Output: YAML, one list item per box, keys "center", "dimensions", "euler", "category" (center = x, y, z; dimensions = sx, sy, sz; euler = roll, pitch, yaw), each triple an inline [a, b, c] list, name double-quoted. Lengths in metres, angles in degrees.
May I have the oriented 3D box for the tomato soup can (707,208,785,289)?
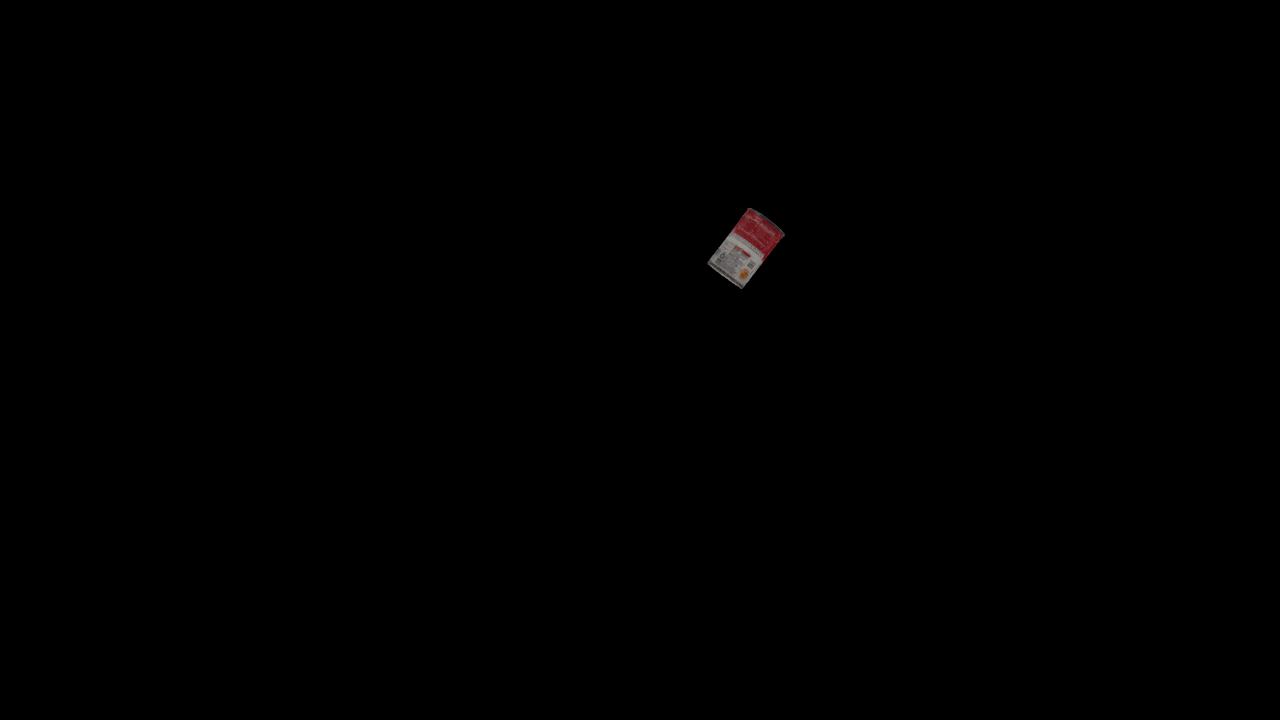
- center: [0.156, -0.164, 0.910]
  dimensions: [0.068, 0.101, 0.068]
  euler: [36, 8, -6]
  category: "tomato soup can"
